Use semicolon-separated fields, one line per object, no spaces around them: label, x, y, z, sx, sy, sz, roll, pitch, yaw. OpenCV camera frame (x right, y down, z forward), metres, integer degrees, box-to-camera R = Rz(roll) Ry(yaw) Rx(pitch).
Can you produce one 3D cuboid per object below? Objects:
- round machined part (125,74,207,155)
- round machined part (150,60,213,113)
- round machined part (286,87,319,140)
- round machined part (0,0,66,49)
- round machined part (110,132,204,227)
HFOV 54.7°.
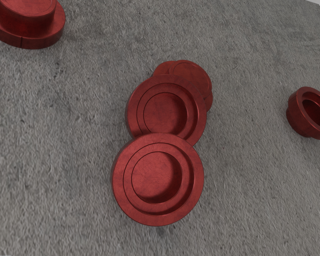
round machined part;0.005;-0.015;0.387;0.099;0.042;0.097;0;89;-15
round machined part;0.036;-0.059;0.448;0.099;0.042;0.098;14;56;-21
round machined part;0.265;-0.022;0.548;0.099;0.042;0.098;14;56;-21
round machined part;-0.170;-0.151;0.393;0.099;0.042;0.098;14;56;-21
round machined part;-0.005;0.053;0.340;0.099;0.042;0.097;0;90;-15
